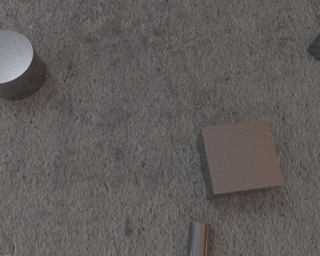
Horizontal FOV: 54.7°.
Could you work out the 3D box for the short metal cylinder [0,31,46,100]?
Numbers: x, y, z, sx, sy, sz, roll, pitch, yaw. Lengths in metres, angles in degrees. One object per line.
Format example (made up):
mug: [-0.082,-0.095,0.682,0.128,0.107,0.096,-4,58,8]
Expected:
short metal cylinder: [-0.205,-0.084,0.423,0.081,0.050,0.080,0,70,0]

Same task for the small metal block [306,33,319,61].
small metal block: [0.248,-0.131,0.446,0.050,0.050,0.025,-37,75,-13]

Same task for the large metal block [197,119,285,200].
large metal block: [0.094,0.040,0.381,0.081,0.050,0.080,-7,70,-3]

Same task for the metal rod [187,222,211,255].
metal rod: [0.030,0.253,0.316,0.025,0.025,0.299,6,70,2]
